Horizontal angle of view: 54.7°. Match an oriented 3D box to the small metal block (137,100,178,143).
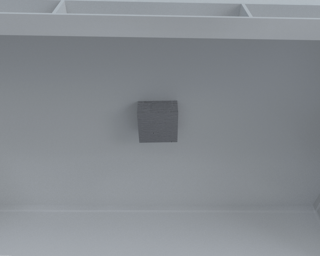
[{"bbox_3d":[-0.003,-0.008,0.402,0.050,0.025,0.050,-1,130,0],"label":"small metal block"}]
